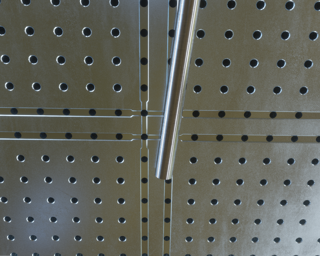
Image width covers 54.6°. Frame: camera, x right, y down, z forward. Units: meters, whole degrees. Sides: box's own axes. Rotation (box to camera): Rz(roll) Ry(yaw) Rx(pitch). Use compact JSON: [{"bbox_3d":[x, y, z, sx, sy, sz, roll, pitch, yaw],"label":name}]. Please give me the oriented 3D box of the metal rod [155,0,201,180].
[{"bbox_3d":[0.024,-0.072,0.386,0.025,0.025,0.298,7,110,-3],"label":"metal rod"}]
